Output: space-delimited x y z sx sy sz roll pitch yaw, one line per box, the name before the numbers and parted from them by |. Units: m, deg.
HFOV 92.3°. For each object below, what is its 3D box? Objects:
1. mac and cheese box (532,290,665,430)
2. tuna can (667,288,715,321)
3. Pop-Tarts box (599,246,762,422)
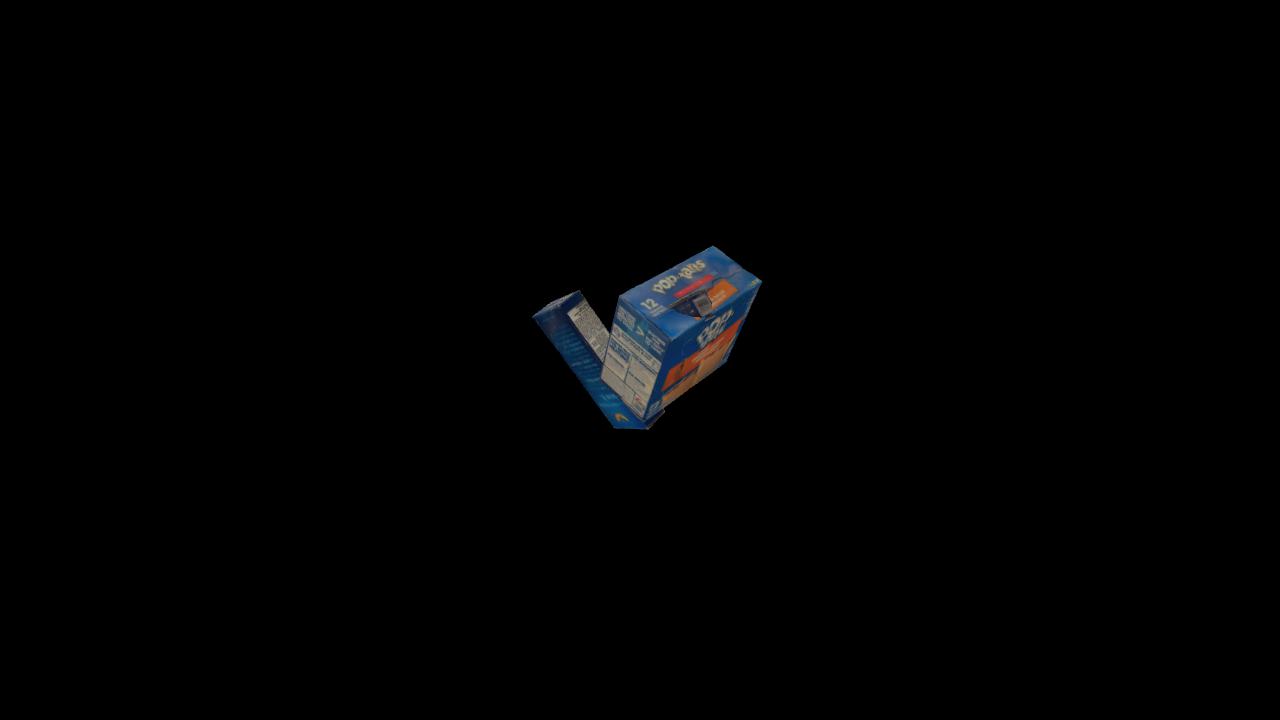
mac and cheese box | -0.052 0.004 0.764 0.041 0.184 0.093 -42 15 -27
tuna can | 0.044 -0.044 0.680 0.084 0.034 0.084 -30 -2 -1
Pop-Tarts box | 0.046 -0.032 0.723 0.083 0.141 0.167 39 49 21
